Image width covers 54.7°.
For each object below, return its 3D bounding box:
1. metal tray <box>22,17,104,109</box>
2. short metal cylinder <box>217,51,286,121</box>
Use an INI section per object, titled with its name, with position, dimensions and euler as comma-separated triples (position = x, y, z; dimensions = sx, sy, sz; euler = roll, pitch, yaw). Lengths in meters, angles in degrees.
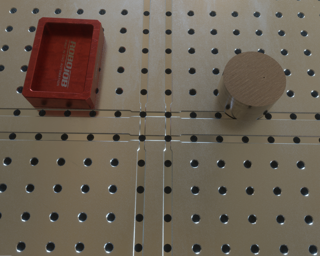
[metal tray]
position = -0.134, -0.094, 0.441
dimensions = 0.091, 0.030, 0.130
euler = 3, 70, 0
[short metal cylinder]
position = 0.121, -0.056, 0.420
dimensions = 0.081, 0.050, 0.080
euler = 0, 70, 0
